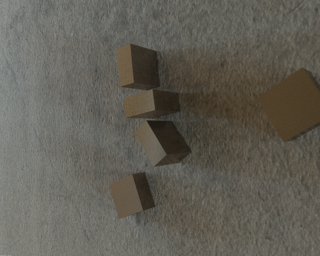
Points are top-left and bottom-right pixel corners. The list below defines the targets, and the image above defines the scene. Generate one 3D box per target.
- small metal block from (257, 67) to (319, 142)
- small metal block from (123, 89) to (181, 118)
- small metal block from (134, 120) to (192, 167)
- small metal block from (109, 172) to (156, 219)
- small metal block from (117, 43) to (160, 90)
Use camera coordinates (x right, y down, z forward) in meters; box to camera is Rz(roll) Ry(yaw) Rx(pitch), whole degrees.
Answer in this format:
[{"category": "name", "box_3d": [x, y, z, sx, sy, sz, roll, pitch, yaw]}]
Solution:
[{"category": "small metal block", "box_3d": [0.131, -0.021, 0.296, 0.050, 0.025, 0.050, -38, 67, 33]}, {"category": "small metal block", "box_3d": [-0.010, -0.029, 0.395, 0.050, 0.050, 0.025, -12, 83, 39]}, {"category": "small metal block", "box_3d": [0.004, 0.018, 0.384, 0.025, 0.050, 0.050, -46, 63, 30]}, {"category": "small metal block", "box_3d": [-0.039, 0.095, 0.435, 0.050, 0.025, 0.050, -29, 72, 36]}, {"category": "small metal block", "box_3d": [-0.028, -0.079, 0.410, 0.025, 0.050, 0.050, -10, 84, 39]}]
